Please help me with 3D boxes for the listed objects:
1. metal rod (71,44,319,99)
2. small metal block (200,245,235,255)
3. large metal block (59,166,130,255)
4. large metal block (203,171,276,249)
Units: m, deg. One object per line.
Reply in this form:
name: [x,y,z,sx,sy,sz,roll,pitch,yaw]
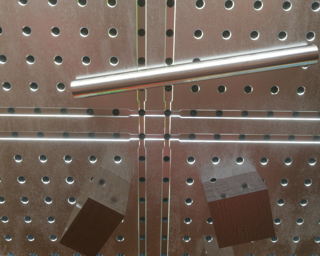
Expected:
metal rod: [0.041,-0.070,0.388,0.302,0.025,0.025,-8,110,2]
small metal block: [0.088,0.222,0.497,0.050,0.025,0.050,16,109,-6]
large metal block: [-0.086,0.113,0.425,0.050,0.080,0.080,31,107,-11]
large metal block: [0.112,0.116,0.445,0.080,0.050,0.080,-14,110,4]
